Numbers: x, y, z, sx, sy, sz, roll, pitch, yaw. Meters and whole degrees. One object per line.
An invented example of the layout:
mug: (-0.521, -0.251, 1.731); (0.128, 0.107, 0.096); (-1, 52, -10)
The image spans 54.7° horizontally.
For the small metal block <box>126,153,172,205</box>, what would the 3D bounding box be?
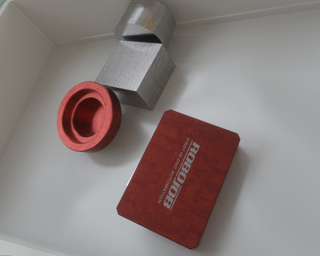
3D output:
small metal block: (-0.004, 0.060, 0.370); (0.050, 0.025, 0.050); (19, 71, 34)

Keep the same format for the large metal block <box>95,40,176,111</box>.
large metal block: (-0.036, -0.079, 0.455); (0.080, 0.050, 0.080); (15, 69, 33)

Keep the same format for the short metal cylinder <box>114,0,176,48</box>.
short metal cylinder: (-0.022, -0.150, 0.472); (0.080, 0.080, 0.050); (10, 67, 32)

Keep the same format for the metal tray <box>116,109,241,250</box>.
metal tray: (0.023, 0.053, 0.340); (0.090, 0.030, 0.130); (21, 72, 16)

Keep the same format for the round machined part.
round machined part: (-0.095, -0.013, 0.439); (0.098, 0.042, 0.097); (-5, 78, 27)
